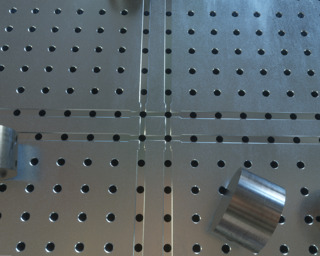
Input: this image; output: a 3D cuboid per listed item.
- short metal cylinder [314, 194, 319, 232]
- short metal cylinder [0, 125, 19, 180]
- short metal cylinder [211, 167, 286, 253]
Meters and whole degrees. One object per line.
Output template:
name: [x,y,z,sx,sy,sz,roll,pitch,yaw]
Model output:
short metal cylinder: [0.233,0.103,0.364,0.081,0.050,0.080,0,70,0]
short metal cylinder: [-0.213,0.032,0.368,0.081,0.080,0.050,-7,70,-3]
short metal cylinder: [0.098,0.091,0.350,0.050,0.080,0.080,26,72,9]
